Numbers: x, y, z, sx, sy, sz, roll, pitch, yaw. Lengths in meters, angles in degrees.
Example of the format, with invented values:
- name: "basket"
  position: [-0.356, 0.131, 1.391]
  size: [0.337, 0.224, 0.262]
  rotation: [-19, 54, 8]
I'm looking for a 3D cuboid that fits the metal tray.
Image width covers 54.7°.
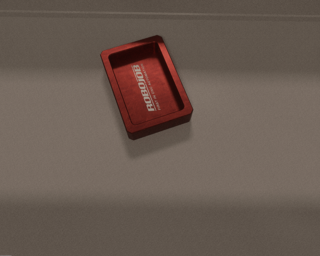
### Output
- name: "metal tray"
  position: [-0.020, -0.058, 0.427]
  size: [0.091, 0.030, 0.130]
  rotation: [-19, 71, -7]
